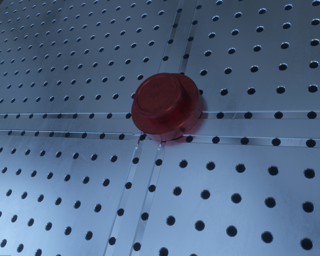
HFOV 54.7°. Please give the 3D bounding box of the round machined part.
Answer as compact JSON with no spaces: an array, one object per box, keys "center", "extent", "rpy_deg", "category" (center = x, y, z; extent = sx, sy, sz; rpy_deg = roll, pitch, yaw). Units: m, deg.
[{"center":[0.004,-0.035,0.416],"extent":[0.098,0.042,0.098],"rpy_deg":[-13,56,20],"category":"round machined part"}]
